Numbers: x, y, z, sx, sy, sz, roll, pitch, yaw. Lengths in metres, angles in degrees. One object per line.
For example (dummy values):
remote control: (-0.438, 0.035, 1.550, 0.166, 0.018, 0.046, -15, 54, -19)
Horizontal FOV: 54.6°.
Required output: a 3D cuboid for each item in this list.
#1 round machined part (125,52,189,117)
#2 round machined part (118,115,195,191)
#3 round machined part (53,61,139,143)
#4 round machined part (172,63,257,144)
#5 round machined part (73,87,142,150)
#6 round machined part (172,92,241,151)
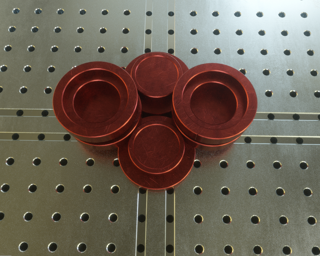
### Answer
round machined part: (-0.004, -0.064, 0.426, 0.099, 0.042, 0.098, 0, 70, 0)
round machined part: (-0.004, 0.029, 0.392, 0.099, 0.042, 0.098, 0, 70, 0)
round machined part: (-0.075, -0.028, 0.378, 0.099, 0.042, 0.098, 0, 70, 0)
round machined part: (0.064, -0.026, 0.378, 0.099, 0.042, 0.098, 0, 70, 0)
round machined part: (-0.072, -0.017, 0.408, 0.099, 0.042, 0.098, 0, 70, 0)
round machined part: (0.064, -0.017, 0.409, 0.099, 0.042, 0.098, 0, 70, 0)
